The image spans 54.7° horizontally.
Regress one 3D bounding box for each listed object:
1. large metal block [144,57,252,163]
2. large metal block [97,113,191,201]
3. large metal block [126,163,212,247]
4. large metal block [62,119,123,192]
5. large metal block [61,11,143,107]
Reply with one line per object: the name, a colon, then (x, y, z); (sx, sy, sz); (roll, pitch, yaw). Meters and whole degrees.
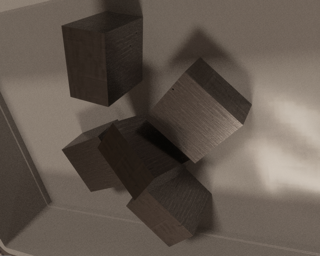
large metal block: (0.043, -0.019, 0.357); (0.080, 0.050, 0.080); (42, 129, -2)
large metal block: (-0.015, 0.030, 0.384); (0.080, 0.081, 0.050); (51, 131, 17)
large metal block: (0.015, 0.098, 0.425); (0.080, 0.080, 0.050); (45, 129, -4)
large metal block: (-0.084, 0.043, 0.461); (0.080, 0.050, 0.080); (-19, 109, 35)
large metal block: (-0.060, -0.081, 0.353); (0.050, 0.080, 0.079); (16, 125, 19)
